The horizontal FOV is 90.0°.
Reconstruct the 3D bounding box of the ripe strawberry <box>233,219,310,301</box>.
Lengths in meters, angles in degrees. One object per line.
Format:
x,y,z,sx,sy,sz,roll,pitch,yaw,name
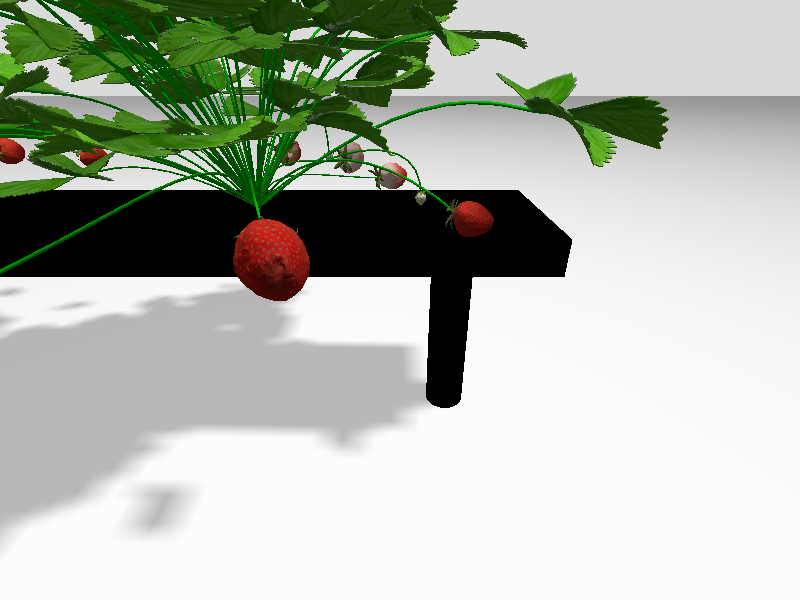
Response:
-0.062,-0.018,0.194,0.036,0.041,0.039,-10,31,-18,ripe strawberry

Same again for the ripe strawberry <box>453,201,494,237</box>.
0.052,-0.057,0.281,0.029,0.024,0.029,19,33,16,ripe strawberry

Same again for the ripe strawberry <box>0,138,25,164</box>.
-0.534,-0.204,0.548,0.032,0.034,0.035,5,19,9,ripe strawberry

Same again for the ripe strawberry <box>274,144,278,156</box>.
-0.164,-0.210,0.566,0.024,0.025,0.026,-4,28,-8,ripe strawberry

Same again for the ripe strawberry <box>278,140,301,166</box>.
-0.144,-0.193,0.521,0.031,0.035,0.034,-3,11,-5,ripe strawberry

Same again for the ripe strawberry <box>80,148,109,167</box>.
-0.385,-0.180,0.506,0.027,0.030,0.029,27,-5,40,ripe strawberry

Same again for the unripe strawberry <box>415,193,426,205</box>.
0.018,-0.087,0.345,0.010,0.011,0.011,1,29,2,unripe strawberry

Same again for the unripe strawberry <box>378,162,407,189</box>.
-0.007,-0.127,0.408,0.031,0.026,0.031,-15,32,-27,unripe strawberry

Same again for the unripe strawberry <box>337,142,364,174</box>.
-0.058,-0.172,0.483,0.032,0.037,0.035,12,30,20,unripe strawberry

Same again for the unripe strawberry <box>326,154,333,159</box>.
-0.093,-0.188,0.526,0.011,0.011,0.010,4,29,8,unripe strawberry
